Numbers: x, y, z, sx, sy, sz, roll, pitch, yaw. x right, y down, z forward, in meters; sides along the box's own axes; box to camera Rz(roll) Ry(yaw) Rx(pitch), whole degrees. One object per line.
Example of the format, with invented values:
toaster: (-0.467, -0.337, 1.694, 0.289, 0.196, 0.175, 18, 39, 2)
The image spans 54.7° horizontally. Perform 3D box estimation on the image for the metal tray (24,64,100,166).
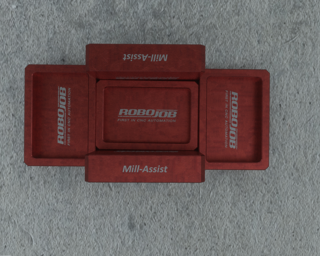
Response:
metal tray: (-0.127, -0.016, 0.407, 0.091, 0.030, 0.129, 1, 90, -1)

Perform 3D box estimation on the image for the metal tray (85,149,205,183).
metal tray: (-0.016, 0.044, 0.377, 0.131, 0.090, 0.030, 0, 90, -1)

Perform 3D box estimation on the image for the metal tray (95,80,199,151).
metal tray: (-0.017, -0.016, 0.408, 0.131, 0.030, 0.089, 1, 90, -1)

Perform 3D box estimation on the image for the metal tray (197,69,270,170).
metal tray: (0.095, -0.011, 0.410, 0.091, 0.030, 0.129, 1, 90, -1)

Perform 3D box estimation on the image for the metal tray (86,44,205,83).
metal tray: (-0.016, -0.076, 0.378, 0.131, 0.090, 0.030, 0, 90, -1)
